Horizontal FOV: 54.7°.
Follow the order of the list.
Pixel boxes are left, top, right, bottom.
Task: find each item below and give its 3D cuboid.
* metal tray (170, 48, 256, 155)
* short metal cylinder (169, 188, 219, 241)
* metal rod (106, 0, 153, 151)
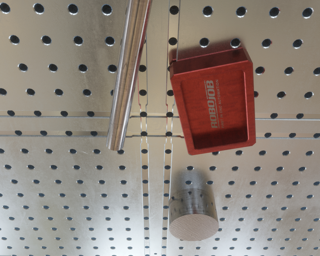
[{"bbox_3d":[0.069,-0.026,0.386,0.090,0.030,0.129,-10,130,8],"label":"metal tray"},{"bbox_3d":[0.055,0.146,0.520,0.081,0.050,0.079,0,130,0],"label":"short metal cylinder"},{"bbox_3d":[-0.031,-0.088,0.335,0.025,0.025,0.298,9,130,-8],"label":"metal rod"}]
